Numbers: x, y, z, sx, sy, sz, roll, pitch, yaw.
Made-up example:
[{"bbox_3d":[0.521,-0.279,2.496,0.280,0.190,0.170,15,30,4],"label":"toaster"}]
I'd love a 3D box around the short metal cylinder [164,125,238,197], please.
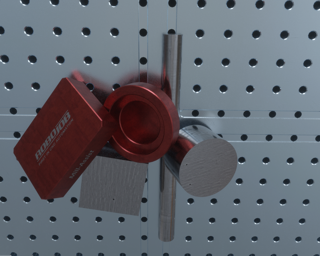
[{"bbox_3d":[0.052,0.042,0.402,0.081,0.050,0.079,-7,112,-19],"label":"short metal cylinder"}]

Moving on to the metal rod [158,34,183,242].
[{"bbox_3d":[0.013,0.027,0.424,0.025,0.025,0.298,1,110,-1],"label":"metal rod"}]

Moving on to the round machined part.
[{"bbox_3d":[-0.021,-0.009,0.387,0.098,0.042,0.097,9,111,24],"label":"round machined part"}]

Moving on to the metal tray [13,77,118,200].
[{"bbox_3d":[-0.122,0.014,0.388,0.130,0.030,0.090,-50,65,15],"label":"metal tray"}]

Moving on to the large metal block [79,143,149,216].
[{"bbox_3d":[-0.061,0.067,0.424,0.081,0.050,0.079,10,110,-4],"label":"large metal block"}]
